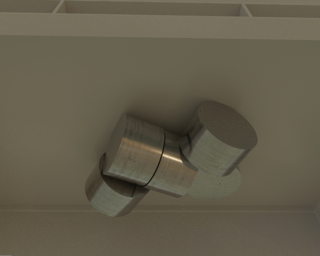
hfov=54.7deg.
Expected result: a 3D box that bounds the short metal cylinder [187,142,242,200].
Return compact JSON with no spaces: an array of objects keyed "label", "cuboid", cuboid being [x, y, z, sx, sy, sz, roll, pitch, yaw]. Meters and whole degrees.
[{"label":"short metal cylinder","cuboid":[0.071,0.058,0.440,0.081,0.050,0.079,0,130,0]}]

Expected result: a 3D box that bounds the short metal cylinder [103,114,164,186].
[{"label":"short metal cylinder","cuboid":[-0.035,0.028,0.394,0.050,0.080,0.079,20,127,-17]}]

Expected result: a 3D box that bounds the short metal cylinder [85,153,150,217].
[{"label":"short metal cylinder","cuboid":[-0.058,0.076,0.435,0.080,0.080,0.050,23,126,-19]}]

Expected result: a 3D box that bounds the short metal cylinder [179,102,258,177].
[{"label":"short metal cylinder","cuboid":[0.071,0.013,0.383,0.081,0.080,0.050,18,128,-15]}]

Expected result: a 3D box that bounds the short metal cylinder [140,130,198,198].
[{"label":"short metal cylinder","cuboid":[0.011,0.047,0.412,0.050,0.080,0.079,21,127,-17]}]
